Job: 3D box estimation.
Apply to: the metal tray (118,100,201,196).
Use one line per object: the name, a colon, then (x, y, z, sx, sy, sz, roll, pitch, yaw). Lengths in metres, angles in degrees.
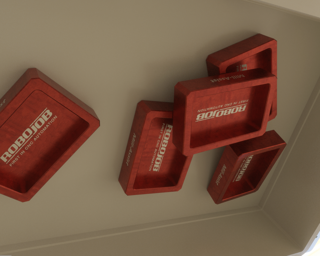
metal tray: (0.002, 0.029, 0.424, 0.091, 0.030, 0.129, 2, 118, -29)

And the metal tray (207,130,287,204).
metal tray: (0.136, 0.065, 0.499, 0.091, 0.030, 0.129, -11, 138, -23)

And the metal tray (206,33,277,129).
metal tray: (0.119, -0.054, 0.436, 0.091, 0.030, 0.129, -26, 128, -13)

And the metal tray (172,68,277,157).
metal tray: (0.082, -0.022, 0.396, 0.131, 0.030, 0.089, -13, 124, -22)

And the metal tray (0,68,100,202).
metal tray: (-0.142, 0.012, 0.334, 0.130, 0.030, 0.090, -46, 129, 4)
